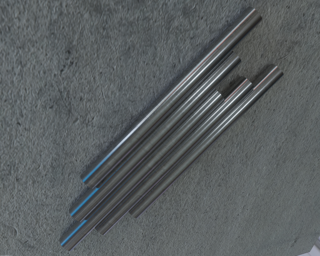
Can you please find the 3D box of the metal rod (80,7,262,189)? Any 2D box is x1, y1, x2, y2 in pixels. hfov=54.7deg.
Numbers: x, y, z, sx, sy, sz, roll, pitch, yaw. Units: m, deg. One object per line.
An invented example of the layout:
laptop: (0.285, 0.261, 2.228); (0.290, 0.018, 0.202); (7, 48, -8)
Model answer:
metal rod: (0.012, -0.036, 0.394); (0.300, 0.025, 0.025); (-45, 130, 3)

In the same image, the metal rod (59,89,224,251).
metal rod: (-0.027, 0.058, 0.431); (0.300, 0.025, 0.025); (-45, 130, 3)

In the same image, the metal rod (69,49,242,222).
metal rod: (-0.008, 0.012, 0.413); (0.300, 0.025, 0.025); (-45, 130, 3)

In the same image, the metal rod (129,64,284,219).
metal rod: (0.064, 0.021, 0.458); (0.300, 0.025, 0.025); (-45, 130, 3)

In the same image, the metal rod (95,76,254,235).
metal rod: (0.018, 0.041, 0.445); (0.300, 0.025, 0.025); (-45, 130, 3)
